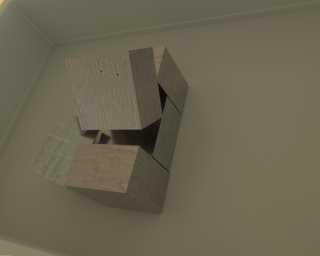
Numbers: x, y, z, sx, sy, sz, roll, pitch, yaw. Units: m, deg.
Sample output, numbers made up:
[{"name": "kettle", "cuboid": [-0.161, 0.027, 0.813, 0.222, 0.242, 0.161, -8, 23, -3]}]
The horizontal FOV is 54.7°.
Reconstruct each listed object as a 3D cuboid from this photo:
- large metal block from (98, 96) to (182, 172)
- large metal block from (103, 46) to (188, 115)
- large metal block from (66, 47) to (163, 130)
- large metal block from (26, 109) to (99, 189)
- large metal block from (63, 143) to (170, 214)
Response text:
[{"name": "large metal block", "cuboid": [-0.025, 0.008, 0.397, 0.080, 0.050, 0.080, -1, 61, 27]}, {"name": "large metal block", "cuboid": [-0.018, -0.057, 0.411, 0.080, 0.080, 0.050, -1, 61, 27]}, {"name": "large metal block", "cuboid": [-0.049, -0.043, 0.347, 0.080, 0.079, 0.050, -1, 17, 27]}, {"name": "large metal block", "cuboid": [-0.121, 0.032, 0.400, 0.050, 0.080, 0.080, 28, 72, -8]}, {"name": "large metal block", "cuboid": [-0.046, 0.058, 0.354, 0.080, 0.080, 0.050, 0, 62, 28]}]
